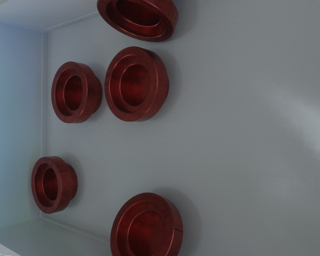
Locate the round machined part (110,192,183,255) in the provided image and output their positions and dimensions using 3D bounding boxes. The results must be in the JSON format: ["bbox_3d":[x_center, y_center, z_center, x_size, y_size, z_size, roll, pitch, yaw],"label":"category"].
[{"bbox_3d":[-0.012,0.135,0.390,0.098,0.042,0.098,-20,53,29],"label":"round machined part"}]

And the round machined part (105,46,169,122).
[{"bbox_3d":[-0.027,-0.057,0.418,0.098,0.042,0.097,0,90,40],"label":"round machined part"}]

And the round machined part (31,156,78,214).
[{"bbox_3d":[-0.183,0.098,0.547,0.098,0.042,0.097,0,90,40],"label":"round machined part"}]

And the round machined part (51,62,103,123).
[{"bbox_3d":[-0.132,-0.056,0.505,0.098,0.042,0.097,0,90,40],"label":"round machined part"}]

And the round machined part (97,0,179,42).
[{"bbox_3d":[-0.024,-0.151,0.383,0.098,0.098,0.042,8,75,40],"label":"round machined part"}]
